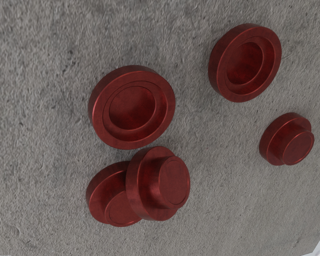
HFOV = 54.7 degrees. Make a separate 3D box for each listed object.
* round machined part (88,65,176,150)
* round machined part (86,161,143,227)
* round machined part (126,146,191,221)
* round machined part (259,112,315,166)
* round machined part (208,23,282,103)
[{"bbox_3d":[-0.035,-0.027,0.360,0.099,0.042,0.097,-14,124,-21],"label":"round machined part"},{"bbox_3d":[-0.049,0.098,0.429,0.099,0.042,0.097,-14,124,-21],"label":"round machined part"},{"bbox_3d":[0.004,0.072,0.407,0.099,0.042,0.098,16,69,-49],"label":"round machined part"},{"bbox_3d":[0.224,0.026,0.534,0.099,0.042,0.097,-14,124,-21],"label":"round machined part"},{"bbox_3d":[0.103,-0.085,0.399,0.099,0.042,0.097,-14,124,-21],"label":"round machined part"}]
